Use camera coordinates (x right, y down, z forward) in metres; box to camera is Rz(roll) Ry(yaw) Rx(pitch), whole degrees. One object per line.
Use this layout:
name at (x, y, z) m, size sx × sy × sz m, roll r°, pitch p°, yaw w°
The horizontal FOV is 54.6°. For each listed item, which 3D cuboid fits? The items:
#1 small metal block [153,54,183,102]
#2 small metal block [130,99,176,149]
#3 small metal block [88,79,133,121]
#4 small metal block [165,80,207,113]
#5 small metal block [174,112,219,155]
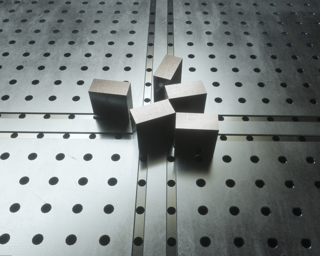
small metal block at (0.012, -0.070, 0.450) m, size 0.025 × 0.050 × 0.050 m, roll 17°, pitch 52°, yaw 14°
small metal block at (-0.009, -0.005, 0.396) m, size 0.050 × 0.050 × 0.025 m, roll -17°, pitch 52°, yaw -13°
small metal block at (-0.066, -0.038, 0.423) m, size 0.050 × 0.050 × 0.025 m, roll 7°, pitch 51°, yaw 6°
small metal block at (0.033, -0.034, 0.421) m, size 0.050 × 0.050 × 0.025 m, roll -9°, pitch 51°, yaw -8°
small metal block at (0.044, 0.008, 0.385) m, size 0.050 × 0.050 × 0.025 m, roll 2°, pitch 50°, yaw 2°
